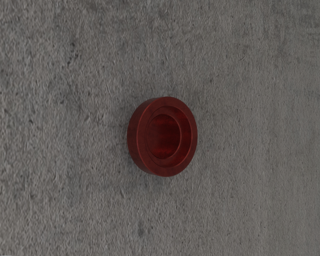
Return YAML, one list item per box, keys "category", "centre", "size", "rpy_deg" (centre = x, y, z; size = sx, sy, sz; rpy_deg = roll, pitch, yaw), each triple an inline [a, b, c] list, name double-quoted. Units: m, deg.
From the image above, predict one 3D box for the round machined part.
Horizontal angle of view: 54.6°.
- category: "round machined part"
  centre: [-0.001, 0.011, 0.392]
  size: [0.099, 0.042, 0.097]
  rpy_deg: [0, 90, -40]
